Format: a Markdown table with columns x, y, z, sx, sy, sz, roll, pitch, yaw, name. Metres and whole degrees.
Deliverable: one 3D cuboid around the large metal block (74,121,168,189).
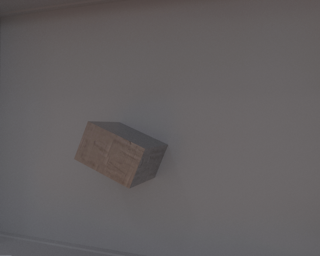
| x | y | z | sx | sy | sz | roll | pitch | yaw | name |
| --- | --- | --- | --- | --- | --- | --- | --- | --- | --- |
| -0.047 | 0.030 | 0.398 | 0.080 | 0.080 | 0.050 | 24 | 98 | 18 | large metal block |
